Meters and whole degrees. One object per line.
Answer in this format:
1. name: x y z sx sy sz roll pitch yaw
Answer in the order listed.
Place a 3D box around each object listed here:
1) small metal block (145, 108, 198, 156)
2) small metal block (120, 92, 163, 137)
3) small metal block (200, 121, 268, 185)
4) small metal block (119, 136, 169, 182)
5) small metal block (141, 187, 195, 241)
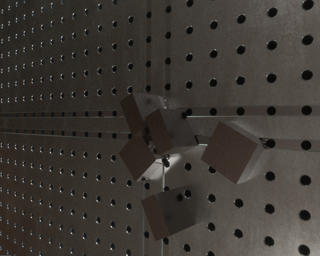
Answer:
1. small metal block: 0.014 0.004 0.380 0.025 0.050 0.050 -32 71 35
2. small metal block: -0.019 -0.017 0.407 0.025 0.050 0.050 -34 69 35
3. small metal block: 0.081 0.026 0.342 0.050 0.025 0.050 36 112 34
4. small metal block: -0.023 0.038 0.427 0.050 0.025 0.050 -49 61 28
5. small metal block: 0.010 0.105 0.383 0.025 0.050 0.050 -34 69 34
